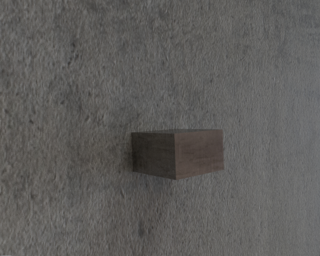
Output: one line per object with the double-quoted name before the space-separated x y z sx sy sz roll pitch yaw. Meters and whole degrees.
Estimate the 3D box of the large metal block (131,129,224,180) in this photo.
"large metal block" 0.021 0.028 0.386 0.081 0.080 0.050 -4 93 -40
